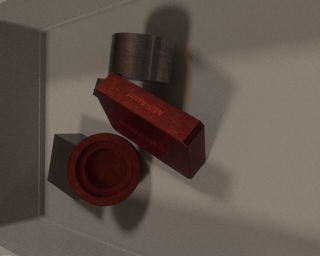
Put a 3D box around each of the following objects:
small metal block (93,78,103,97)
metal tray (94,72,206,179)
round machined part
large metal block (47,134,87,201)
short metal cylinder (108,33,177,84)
[{"bbox_3d":[-0.056,-0.047,0.435,0.050,0.050,0.025,32,110,35],"label":"small metal block"},{"bbox_3d":[-0.010,-0.002,0.360,0.130,0.090,0.030,31,68,25],"label":"metal tray"},{"bbox_3d":[-0.074,0.056,0.434,0.099,0.042,0.097,0,86,1],"label":"round machined part"},{"bbox_3d":[-0.131,0.058,0.495,0.080,0.050,0.079,20,103,38],"label":"large metal block"},{"bbox_3d":[-0.022,-0.085,0.387,0.080,0.081,0.050,12,98,39],"label":"short metal cylinder"}]
